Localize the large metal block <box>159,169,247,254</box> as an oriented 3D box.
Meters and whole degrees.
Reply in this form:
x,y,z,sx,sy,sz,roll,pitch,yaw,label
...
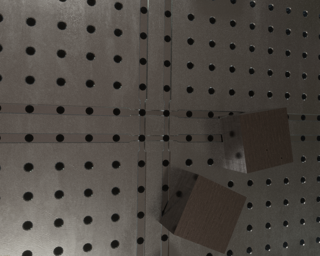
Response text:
x,y,z,sx,sy,sz,roll,pitch,yaw,label
0.058,0.112,0.422,0.080,0.050,0.080,27,81,-18,large metal block

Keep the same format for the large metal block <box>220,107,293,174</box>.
x,y,z,sx,sy,sz,roll,pitch,yaw,label
0.140,0.016,0.453,0.081,0.050,0.079,-10,94,-20,large metal block
